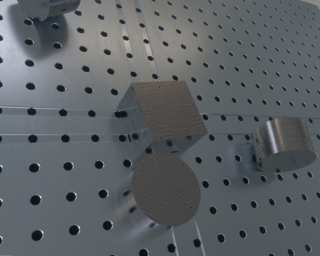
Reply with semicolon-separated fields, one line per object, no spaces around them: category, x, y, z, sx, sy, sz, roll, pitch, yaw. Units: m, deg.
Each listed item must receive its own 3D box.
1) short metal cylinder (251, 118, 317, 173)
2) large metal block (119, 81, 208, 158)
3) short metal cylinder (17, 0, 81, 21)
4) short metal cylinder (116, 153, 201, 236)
short metal cylinder;0.179;0.027;0.453;0.081;0.080;0.050;11;57;-22
large metal block;0.003;-0.013;0.402;0.081;0.050;0.080;-8;66;-32
short metal cylinder;-0.150;-0.187;0.406;0.080;0.080;0.050;47;51;5
short metal cylinder;-0.002;0.074;0.346;0.081;0.050;0.080;14;56;-21
